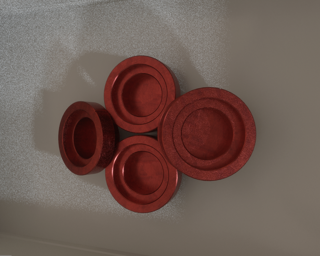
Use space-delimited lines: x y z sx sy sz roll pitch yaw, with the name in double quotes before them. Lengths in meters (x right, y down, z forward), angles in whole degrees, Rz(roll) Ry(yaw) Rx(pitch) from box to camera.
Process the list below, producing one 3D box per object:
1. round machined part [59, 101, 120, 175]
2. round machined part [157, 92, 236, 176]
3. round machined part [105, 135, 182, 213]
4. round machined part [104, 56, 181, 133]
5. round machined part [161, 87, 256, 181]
"round machined part" -0.093 0.013 0.422 0.098 0.042 0.097 0 89 40
"round machined part" 0.046 0.006 0.372 0.099 0.042 0.097 0 89 -3
"round machined part" -0.018 0.057 0.405 0.098 0.042 0.097 0 90 20
"round machined part" -0.020 -0.042 0.406 0.098 0.042 0.097 0 90 20
"round machined part" 0.050 0.006 0.341 0.099 0.042 0.097 0 90 -2
